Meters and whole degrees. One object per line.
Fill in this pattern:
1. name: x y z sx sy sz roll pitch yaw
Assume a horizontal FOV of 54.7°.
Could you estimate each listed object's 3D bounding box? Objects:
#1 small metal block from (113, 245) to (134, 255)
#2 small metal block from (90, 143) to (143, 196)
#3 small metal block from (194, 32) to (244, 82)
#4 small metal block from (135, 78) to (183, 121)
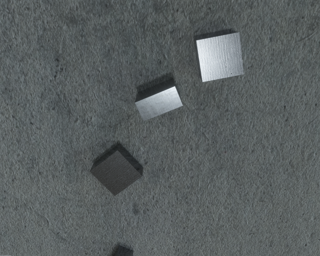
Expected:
1. small metal block: -0.065 0.220 0.477 0.025 0.050 0.050 26 108 -9
2. small metal block: -0.059 0.058 0.430 0.050 0.025 0.050 -37 106 12
3. small metal block: 0.072 -0.087 0.378 0.050 0.025 0.050 -10 110 3
4. small metal block: -0.001 -0.036 0.383 0.050 0.050 0.025 -22 109 7
